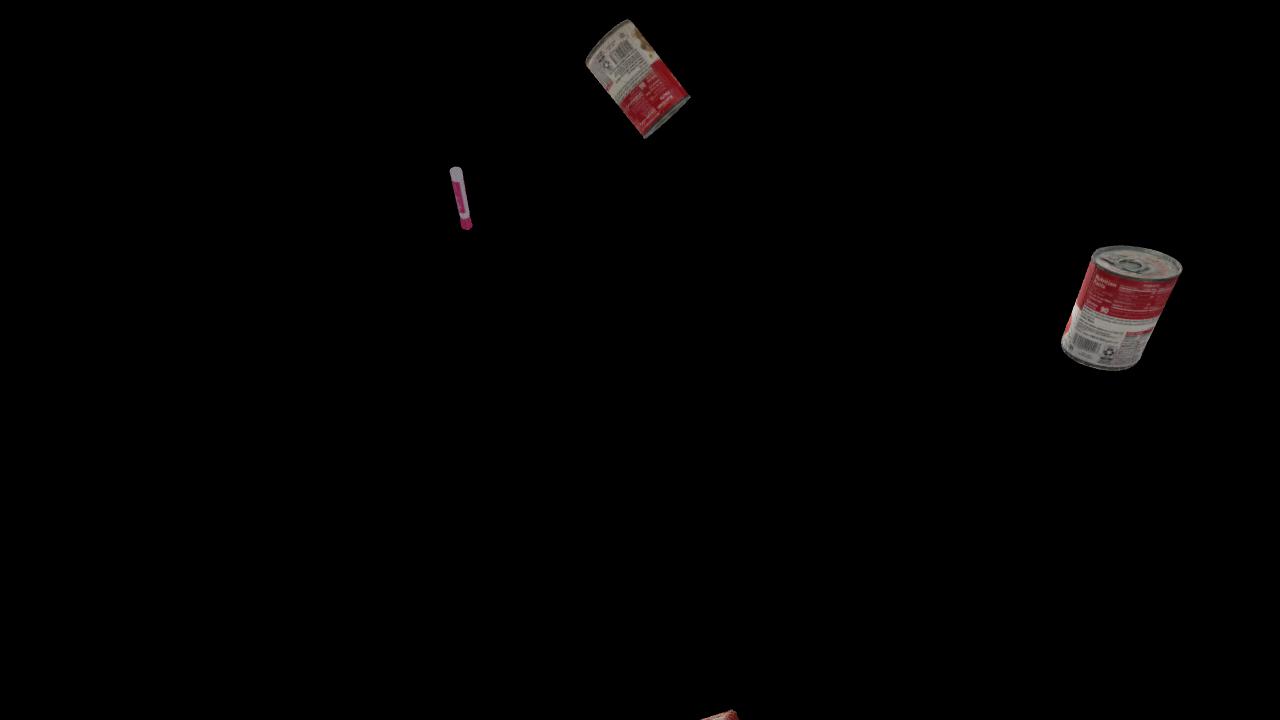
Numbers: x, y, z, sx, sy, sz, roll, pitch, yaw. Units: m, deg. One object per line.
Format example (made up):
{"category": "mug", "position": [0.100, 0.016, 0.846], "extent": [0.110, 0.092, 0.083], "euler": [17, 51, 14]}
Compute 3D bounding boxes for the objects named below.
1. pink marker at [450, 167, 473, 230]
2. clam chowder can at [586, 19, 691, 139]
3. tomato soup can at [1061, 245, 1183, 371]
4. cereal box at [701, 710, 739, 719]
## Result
{"category": "pink marker", "position": [-0.287, -0.257, 0.992], "extent": [0.020, 0.020, 0.121], "euler": [0, -34, -6]}
{"category": "clam chowder can", "position": [-0.003, -0.305, 0.671], "extent": [0.068, 0.102, 0.068], "euler": [-40, 12, 10]}
{"category": "tomato soup can", "position": [0.454, -0.048, 0.585], "extent": [0.068, 0.101, 0.068], "euler": [-4, 35, 3]}
{"category": "cereal box", "position": [0.040, 0.347, 0.367], "extent": [0.081, 0.203, 0.306], "euler": [-22, -26, 7]}
